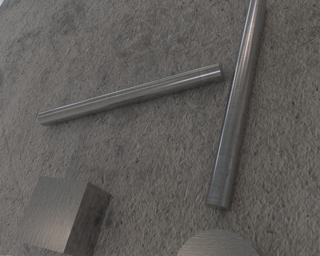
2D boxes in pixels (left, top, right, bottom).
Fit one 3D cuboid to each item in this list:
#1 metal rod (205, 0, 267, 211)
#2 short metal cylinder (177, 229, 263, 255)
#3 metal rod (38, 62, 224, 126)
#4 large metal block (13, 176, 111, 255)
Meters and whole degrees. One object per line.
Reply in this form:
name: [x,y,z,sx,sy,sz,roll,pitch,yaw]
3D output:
metal rod: [0.099,-0.049,0.381,0.025,0.025,0.300,3,63,29]
short metal cylinder: [0.057,0.136,0.275,0.080,0.050,0.080,-13,56,21]
metal rod: [-0.056,-0.045,0.460,0.301,0.025,0.025,-12,57,21]
large metal block: [-0.118,0.109,0.383,0.080,0.050,0.080,1,62,28]
